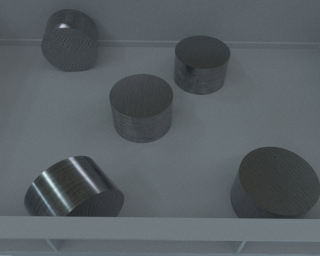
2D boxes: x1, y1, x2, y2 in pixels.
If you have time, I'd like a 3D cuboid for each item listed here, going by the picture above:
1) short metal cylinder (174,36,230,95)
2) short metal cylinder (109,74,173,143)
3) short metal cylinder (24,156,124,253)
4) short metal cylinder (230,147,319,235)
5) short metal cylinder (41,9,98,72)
[{"bbox_3d":[0.062,-0.096,0.470,0.081,0.050,0.080,0,50,0],"label":"short metal cylinder"},{"bbox_3d":[-0.024,-0.027,0.411,0.081,0.050,0.080,0,50,0],"label":"short metal cylinder"},{"bbox_3d":[-0.083,0.074,0.306,0.080,0.080,0.050,-33,58,-25],"label":"short metal cylinder"},{"bbox_3d":[0.121,0.067,0.334,0.081,0.050,0.080,0,50,0],"label":"short metal cylinder"},{"bbox_3d":[-0.138,-0.134,0.481,0.081,0.080,0.050,-3,50,-3],"label":"short metal cylinder"}]
